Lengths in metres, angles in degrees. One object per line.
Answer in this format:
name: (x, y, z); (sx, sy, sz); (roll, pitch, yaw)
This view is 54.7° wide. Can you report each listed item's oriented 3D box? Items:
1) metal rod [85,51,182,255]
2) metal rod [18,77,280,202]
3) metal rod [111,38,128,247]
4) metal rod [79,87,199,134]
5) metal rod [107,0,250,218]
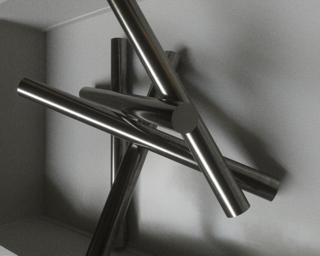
metal rod: (-0.033, 0.044, 0.355); (0.025, 0.025, 0.299); (7, 70, 39)
metal rod: (-0.021, 0.007, 0.339); (0.301, 0.025, 0.025); (22, 106, 10)
metal rod: (-0.059, 0.020, 0.453); (0.025, 0.025, 0.298); (0, 90, 39)
metal rod: (-0.050, -0.031, 0.374); (0.300, 0.025, 0.025); (19, 103, 61)
metal rod: (0.003, -0.051, 0.302); (0.025, 0.025, 0.299); (-30, 88, 36)
